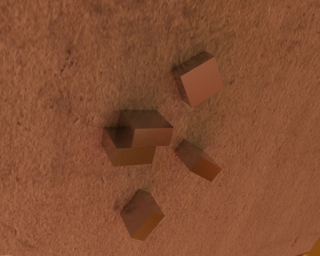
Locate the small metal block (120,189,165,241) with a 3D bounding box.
[{"bbox_3d":[-0.027,0.128,0.457,0.025,0.050,0.050,31,101,-38],"label":"small metal block"}]

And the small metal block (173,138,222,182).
[{"bbox_3d":[0.055,0.047,0.452,0.050,0.050,0.025,31,101,-38],"label":"small metal block"}]

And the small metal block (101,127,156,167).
[{"bbox_3d":[-0.040,0.022,0.384,0.050,0.050,0.025,-1,119,-28],"label":"small metal block"}]

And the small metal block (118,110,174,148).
[{"bbox_3d":[-0.019,-0.001,0.382,0.050,0.050,0.025,-2,119,-28],"label":"small metal block"}]

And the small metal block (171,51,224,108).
[{"bbox_3d":[0.049,-0.062,0.397,0.050,0.025,0.050,-32,129,-8],"label":"small metal block"}]
